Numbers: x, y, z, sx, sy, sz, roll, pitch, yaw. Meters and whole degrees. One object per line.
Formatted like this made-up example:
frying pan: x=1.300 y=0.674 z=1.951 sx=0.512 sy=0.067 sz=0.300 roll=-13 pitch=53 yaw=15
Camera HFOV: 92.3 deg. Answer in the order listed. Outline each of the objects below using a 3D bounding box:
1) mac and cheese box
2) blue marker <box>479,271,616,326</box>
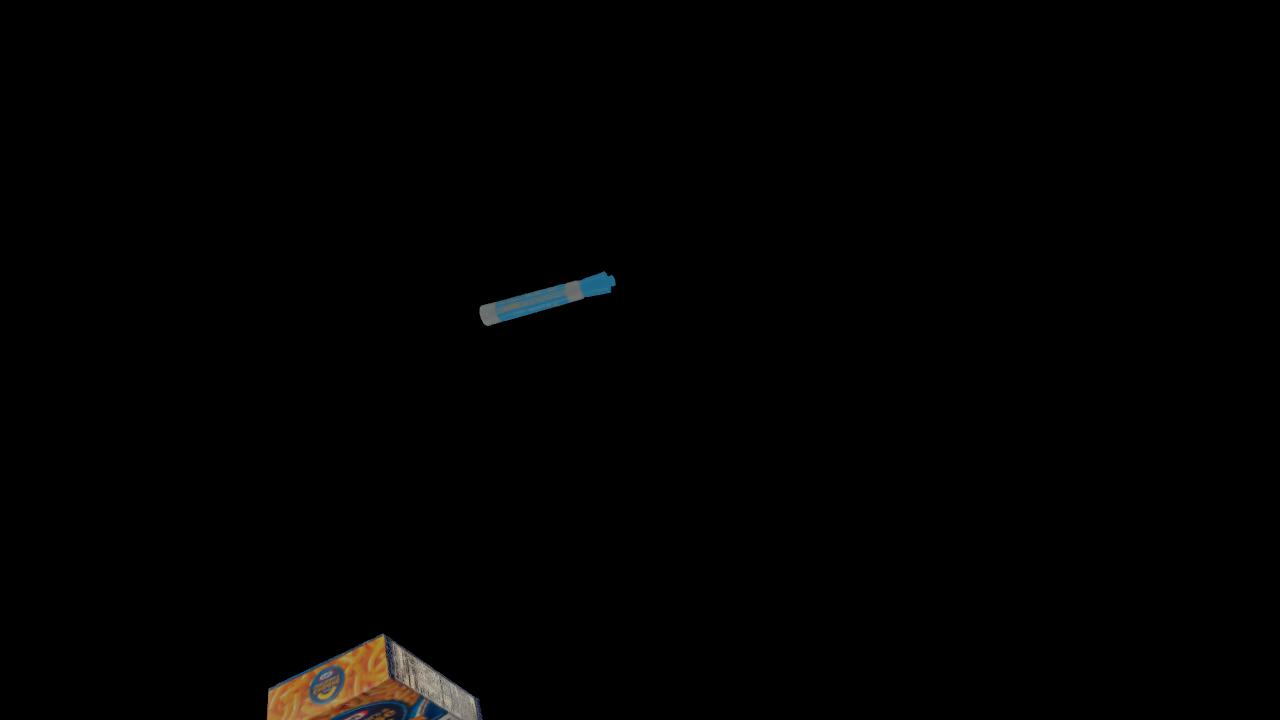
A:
mac and cheese box: x=-0.208 y=0.294 z=0.510 sx=0.093 sy=0.184 sz=0.041 roll=-23 pitch=47 yaw=-6
blue marker: x=-0.080 y=-0.053 z=0.532 sx=0.121 sy=0.020 sz=0.020 roll=-14 pitch=-2 yaw=9
